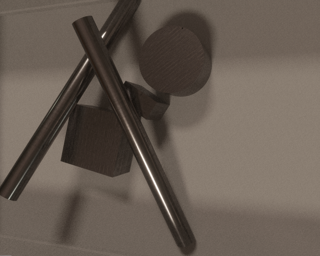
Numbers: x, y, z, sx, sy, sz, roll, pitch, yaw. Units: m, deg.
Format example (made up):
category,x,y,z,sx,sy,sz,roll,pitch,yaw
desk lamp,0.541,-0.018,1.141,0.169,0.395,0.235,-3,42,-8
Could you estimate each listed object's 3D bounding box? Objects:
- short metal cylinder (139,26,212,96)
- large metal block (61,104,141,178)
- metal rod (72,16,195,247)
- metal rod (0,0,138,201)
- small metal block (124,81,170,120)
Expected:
category,x,y,z,sx,sy,sz,roll,pitch,yaw
short metal cylinder,0.021,-0.081,0.389,0.080,0.050,0.079,0,90,19
large metal block,-0.080,0.015,0.424,0.080,0.050,0.079,14,95,19
metal rod,-0.028,0.012,0.377,0.025,0.025,0.299,-22,99,18
metal rod,-0.113,-0.046,0.400,0.025,0.025,0.299,26,80,18
small metal block,-0.021,-0.035,0.404,0.050,0.050,0.025,36,101,16
